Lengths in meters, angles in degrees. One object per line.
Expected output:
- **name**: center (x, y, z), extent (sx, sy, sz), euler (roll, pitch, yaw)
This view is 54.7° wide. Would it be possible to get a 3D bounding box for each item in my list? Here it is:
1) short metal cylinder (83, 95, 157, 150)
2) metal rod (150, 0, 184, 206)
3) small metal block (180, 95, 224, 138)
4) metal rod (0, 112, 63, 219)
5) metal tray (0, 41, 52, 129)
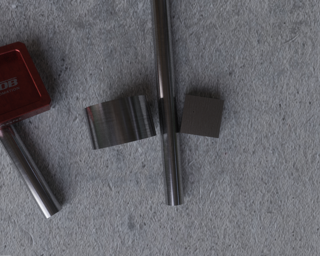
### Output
- **short metal cylinder**: center (-0.049, -0.007, 0.382), extent (0.080, 0.080, 0.050), euler (-13, 90, 0)
- **metal rod**: center (0.008, -0.049, 0.410), extent (0.025, 0.025, 0.298), euler (-4, 90, -1)
- **small metal block**: center (0.054, -0.015, 0.411), extent (0.050, 0.025, 0.050), euler (8, 90, -1)
- **metal rod**: center (-0.215, -0.016, 0.407), extent (0.025, 0.025, 0.299), euler (-30, 90, 0)
- **metal tray**: center (-0.214, -0.043, 0.381), extent (0.131, 0.030, 0.090), euler (-25, 89, -21)
